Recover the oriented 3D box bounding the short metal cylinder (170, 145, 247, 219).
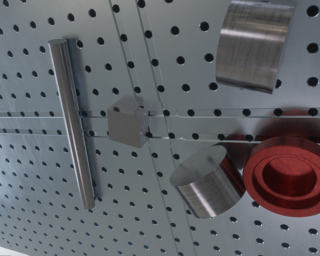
[{"bbox_3d":[0.059,0.065,0.385,0.080,0.080,0.050,-24,105,36],"label":"short metal cylinder"}]

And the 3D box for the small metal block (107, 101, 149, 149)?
[{"bbox_3d":[-0.044,-0.004,0.432,0.050,0.025,0.050,15,125,19],"label":"small metal block"}]

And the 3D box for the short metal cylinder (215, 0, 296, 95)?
[{"bbox_3d":[0.087,-0.075,0.284,0.050,0.080,0.079,15,125,20],"label":"short metal cylinder"}]

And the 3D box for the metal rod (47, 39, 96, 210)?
[{"bbox_3d":[-0.133,0.012,0.488,0.025,0.025,0.298,12,124,21],"label":"metal rod"}]

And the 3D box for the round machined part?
[{"bbox_3d":[0.148,0.051,0.354,0.098,0.042,0.097,13,124,21],"label":"round machined part"}]
